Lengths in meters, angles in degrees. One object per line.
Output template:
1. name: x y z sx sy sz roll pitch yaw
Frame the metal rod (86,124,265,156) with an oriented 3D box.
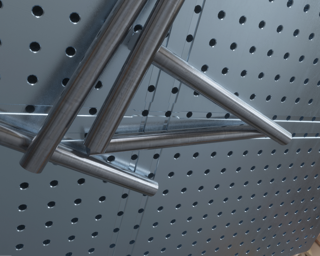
1. metal rod: 0.047 0.012 0.446 0.303 0.025 0.025 -4 120 -27

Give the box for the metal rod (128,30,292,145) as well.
1. metal rod: 0.087 -0.040 0.418 0.301 0.025 0.025 26 104 -32

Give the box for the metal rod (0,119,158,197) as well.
1. metal rod: -0.115 0.033 0.369 0.301 0.025 0.025 29 102 -38

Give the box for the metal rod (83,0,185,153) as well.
1. metal rod: 0.001 -0.110 0.316 0.025 0.025 0.299 25 96 -37

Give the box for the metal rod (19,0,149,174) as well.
1. metal rod: -0.055 -0.084 0.312 0.025 0.025 0.299 29 97 -38
